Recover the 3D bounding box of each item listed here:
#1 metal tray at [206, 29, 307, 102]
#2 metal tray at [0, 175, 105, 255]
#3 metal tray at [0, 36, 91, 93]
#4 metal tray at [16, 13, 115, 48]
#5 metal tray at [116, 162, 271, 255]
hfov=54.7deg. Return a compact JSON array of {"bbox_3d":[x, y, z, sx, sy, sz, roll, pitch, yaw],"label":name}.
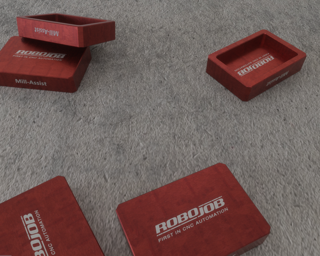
[{"bbox_3d":[0.150,-0.102,0.486,0.131,0.030,0.090,-29,56,-22],"label":"metal tray"},{"bbox_3d":[-0.110,0.119,0.299,0.091,0.030,0.130,-26,55,-20],"label":"metal tray"},{"bbox_3d":[-0.184,-0.101,0.484,0.131,0.030,0.090,6,50,5],"label":"metal tray"},{"bbox_3d":[-0.150,-0.161,0.501,0.130,0.030,0.090,15,29,22],"label":"metal tray"},{"bbox_3d":[0.032,0.098,0.317,0.131,0.030,0.090,-20,53,-16],"label":"metal tray"}]
